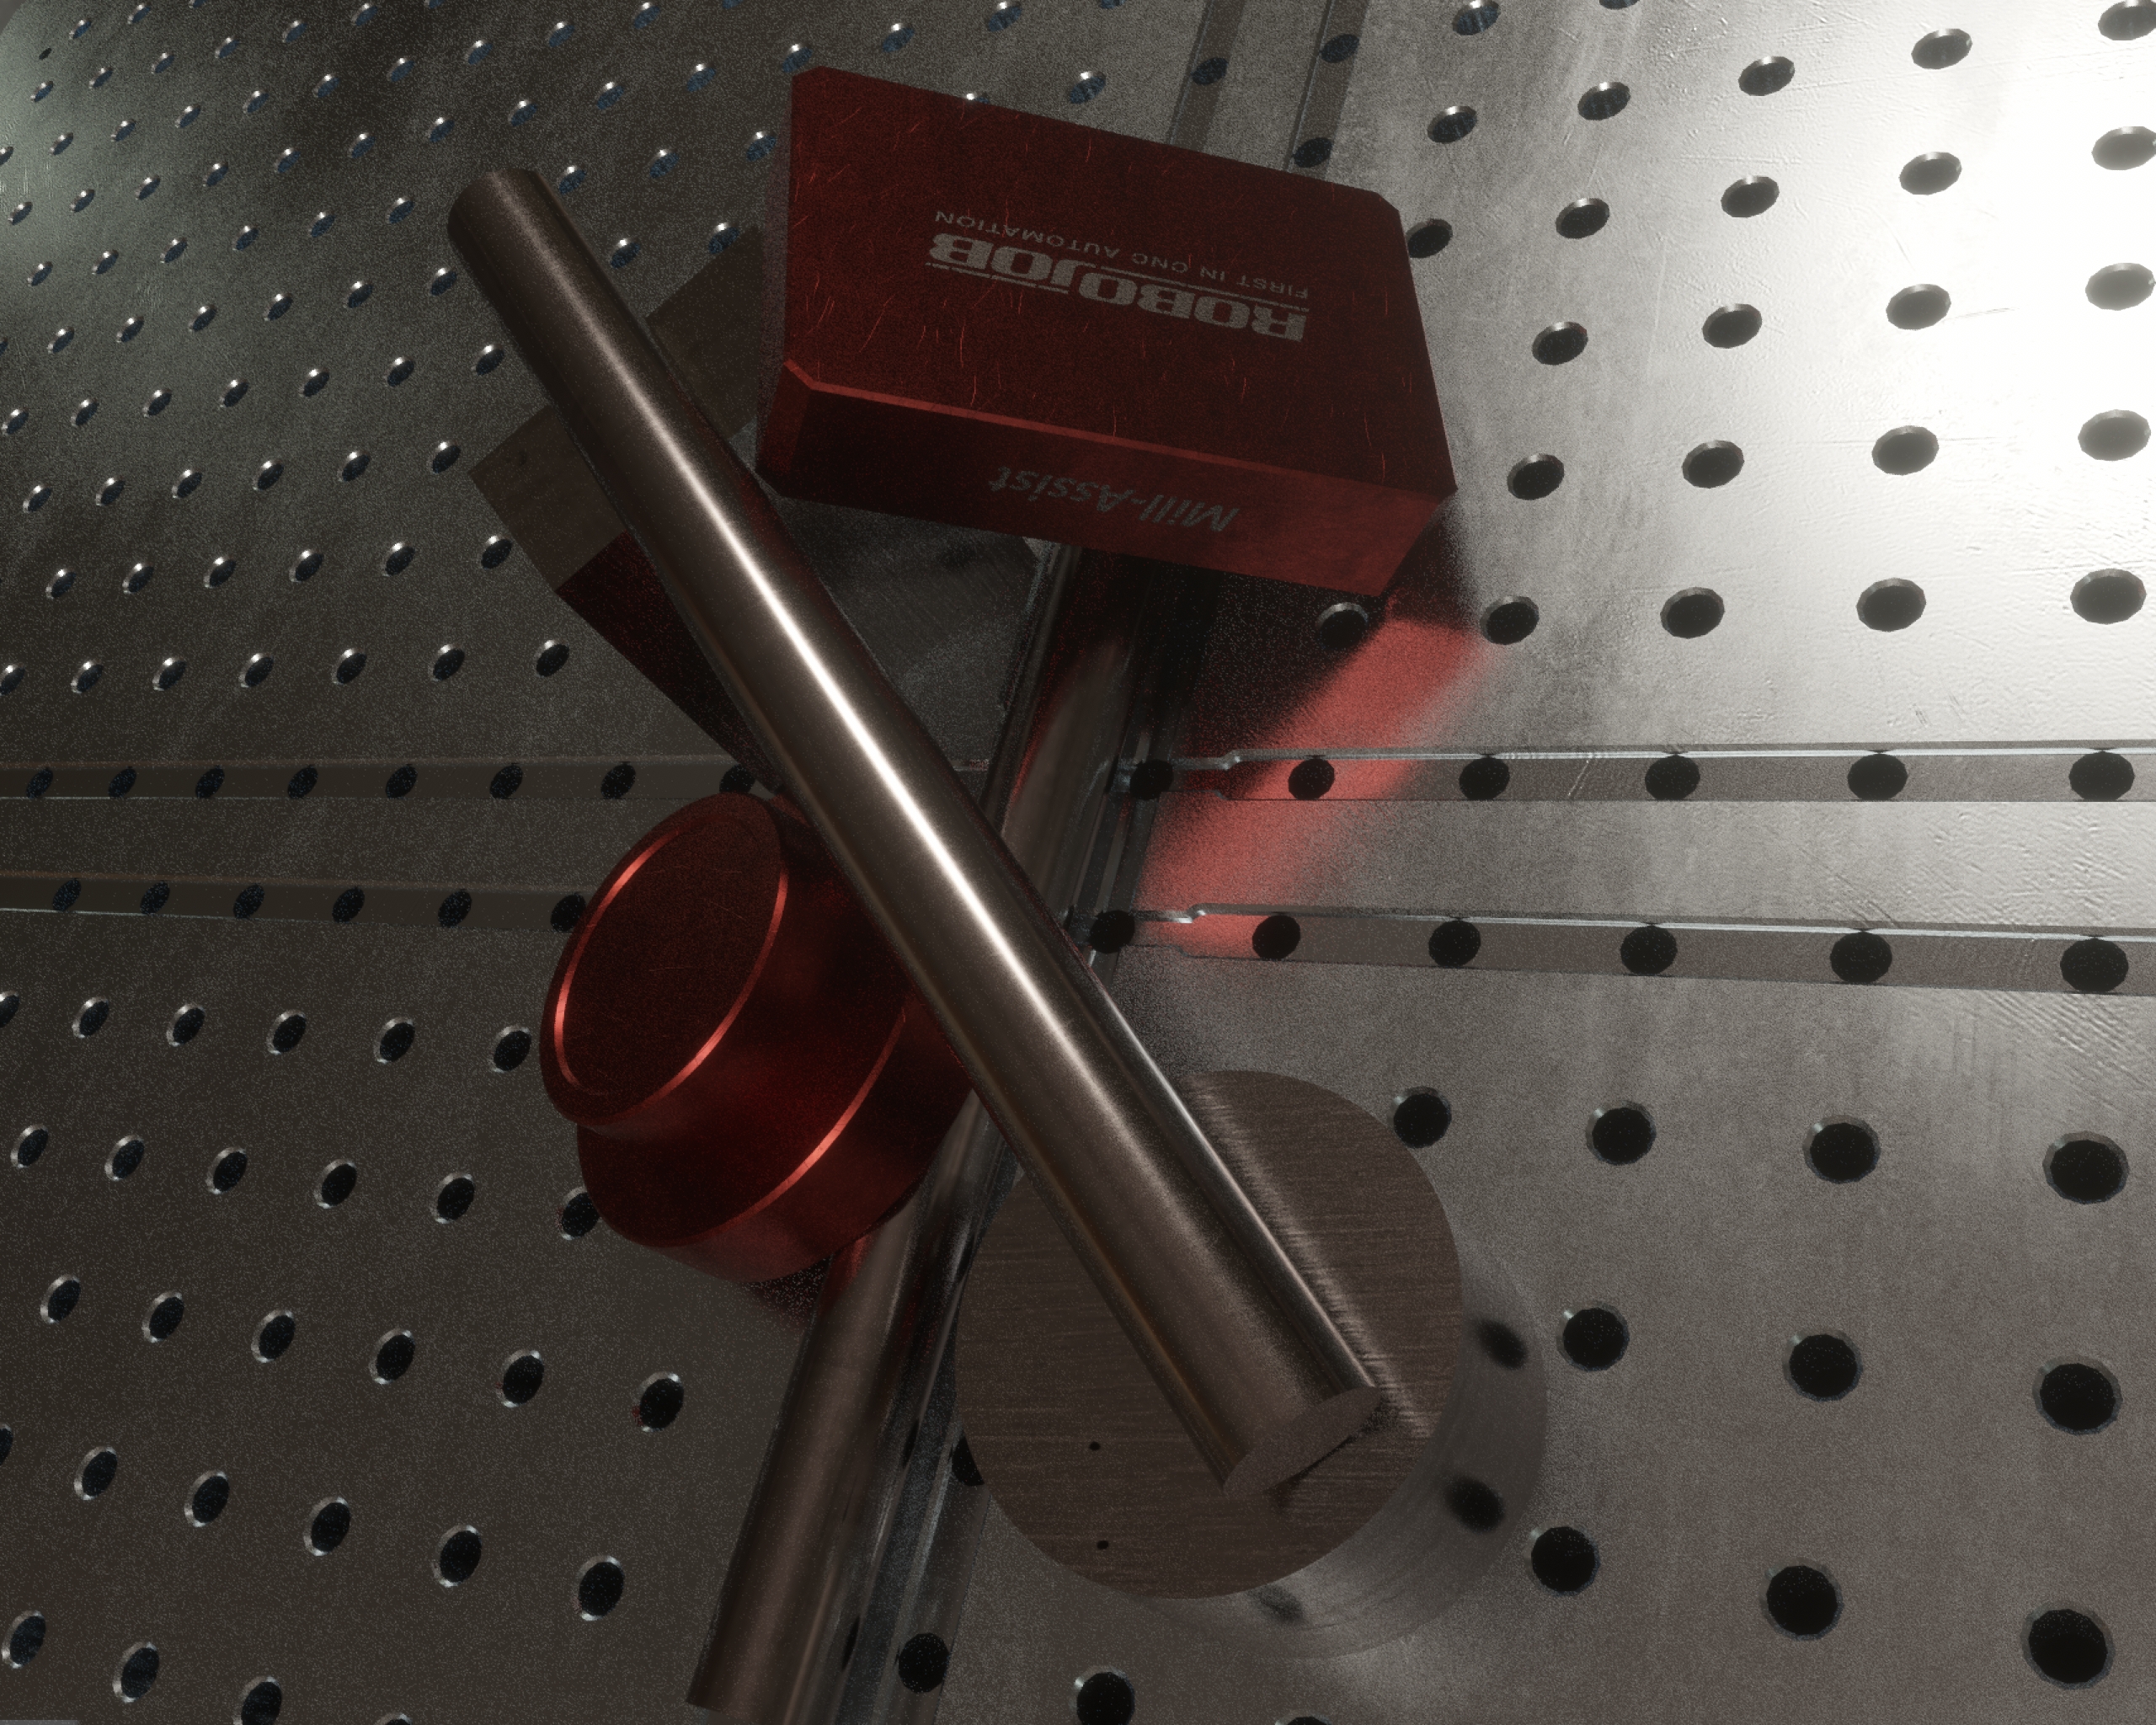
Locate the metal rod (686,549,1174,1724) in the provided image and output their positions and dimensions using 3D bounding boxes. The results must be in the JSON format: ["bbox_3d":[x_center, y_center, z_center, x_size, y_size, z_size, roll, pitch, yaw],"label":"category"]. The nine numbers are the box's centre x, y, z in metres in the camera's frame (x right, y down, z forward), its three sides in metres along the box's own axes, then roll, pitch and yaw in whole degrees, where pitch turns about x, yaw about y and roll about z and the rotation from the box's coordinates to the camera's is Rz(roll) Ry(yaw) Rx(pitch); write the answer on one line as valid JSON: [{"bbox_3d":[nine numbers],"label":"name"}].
[{"bbox_3d":[-0.014,0.012,0.407,0.025,0.025,0.300,3,63,29],"label":"metal rod"}]

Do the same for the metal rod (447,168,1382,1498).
[{"bbox_3d":[-0.044,-0.027,0.356,0.025,0.025,0.300,-37,59,3],"label":"metal rod"}]

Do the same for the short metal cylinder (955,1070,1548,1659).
[{"bbox_3d":[0.028,0.079,0.329,0.080,0.050,0.080,-13,56,20],"label":"short metal cylinder"}]

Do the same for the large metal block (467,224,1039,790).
[{"bbox_3d":[-0.069,-0.075,0.454,0.080,0.080,0.050,-41,51,0],"label":"large metal block"}]

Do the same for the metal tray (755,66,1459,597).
[{"bbox_3d":[0.005,-0.105,0.415,0.131,0.030,0.090,7,55,-16],"label":"metal tray"}]

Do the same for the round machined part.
[{"bbox_3d":[-0.063,0.026,0.393,0.098,0.042,0.098,-27,45,31],"label":"round machined part"}]
